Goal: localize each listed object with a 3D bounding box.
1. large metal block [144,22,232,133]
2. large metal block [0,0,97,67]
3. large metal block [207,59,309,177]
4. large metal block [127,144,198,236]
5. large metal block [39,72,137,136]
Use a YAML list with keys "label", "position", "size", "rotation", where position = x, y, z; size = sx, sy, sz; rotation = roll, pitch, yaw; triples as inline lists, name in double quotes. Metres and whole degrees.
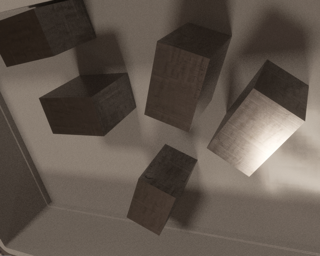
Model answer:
- label: "large metal block"
  position: [0.030, -0.055, 0.322]
  size: [0.050, 0.080, 0.079]
  rotation: [23, 127, 14]
- label: "large metal block"
  position: [-0.139, -0.116, 0.373]
  size: [0.080, 0.080, 0.050]
  rotation: [-3, 117, 29]
- label: "large metal block"
  position: [0.100, -0.012, 0.313]
  size: [0.050, 0.080, 0.079]
  rotation: [35, 129, 5]
- label: "large metal block"
  position: [0.003, 0.082, 0.421]
  size: [0.050, 0.080, 0.079]
  rotation: [26, 128, 11]
- label: "large metal block"
  position: [-0.089, -0.032, 0.398]
  size: [0.080, 0.080, 0.050]
  rotation: [2, 119, 27]
